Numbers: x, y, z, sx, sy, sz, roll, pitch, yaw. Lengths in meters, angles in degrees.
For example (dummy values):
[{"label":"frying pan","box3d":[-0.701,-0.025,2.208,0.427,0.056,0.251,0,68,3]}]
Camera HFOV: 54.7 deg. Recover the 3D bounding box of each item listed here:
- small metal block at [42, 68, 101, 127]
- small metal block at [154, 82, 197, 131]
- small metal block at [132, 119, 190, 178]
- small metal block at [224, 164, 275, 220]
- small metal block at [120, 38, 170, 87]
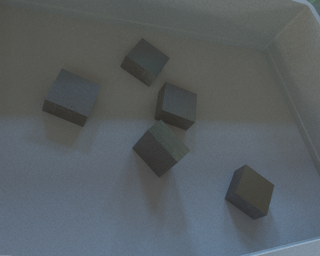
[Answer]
[{"label":"small metal block","box3d":[-0.105,-0.036,0.371,0.050,0.025,0.050,23,53,-14]},{"label":"small metal block","box3d":[0.023,-0.031,0.436,0.050,0.025,0.050,19,54,-17]},{"label":"small metal block","box3d":[0.000,0.026,0.374,0.050,0.050,0.025,47,51,5]},{"label":"small metal block","box3d":[0.122,0.086,0.418,0.050,0.025,0.050,36,51,-4]},{"label":"small metal block","box3d":[-0.021,-0.096,0.453,0.050,0.025,0.050,35,51,-5]}]
